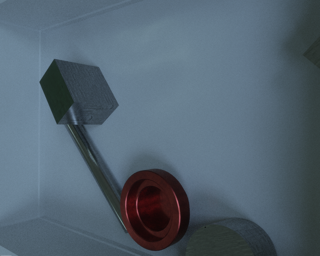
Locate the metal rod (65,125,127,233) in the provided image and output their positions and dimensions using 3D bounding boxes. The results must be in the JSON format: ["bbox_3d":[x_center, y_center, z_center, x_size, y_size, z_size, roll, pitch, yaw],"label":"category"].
[{"bbox_3d":[-0.119,0.033,0.501,0.025,0.025,0.300,-52,60,27],"label":"metal rod"}]

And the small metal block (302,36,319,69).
[{"bbox_3d":[0.156,-0.070,0.262,0.050,0.050,0.025,-52,60,27],"label":"small metal block"}]

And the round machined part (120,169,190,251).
[{"bbox_3d":[-0.002,0.101,0.395,0.098,0.042,0.097,0,90,39],"label":"round machined part"}]

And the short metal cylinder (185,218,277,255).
[{"bbox_3d":[0.074,0.138,0.324,0.080,0.050,0.080,-5,81,39],"label":"short metal cylinder"}]

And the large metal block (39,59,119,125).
[{"bbox_3d":[-0.122,-0.052,0.469,0.050,0.081,0.080,-44,64,31],"label":"large metal block"}]
